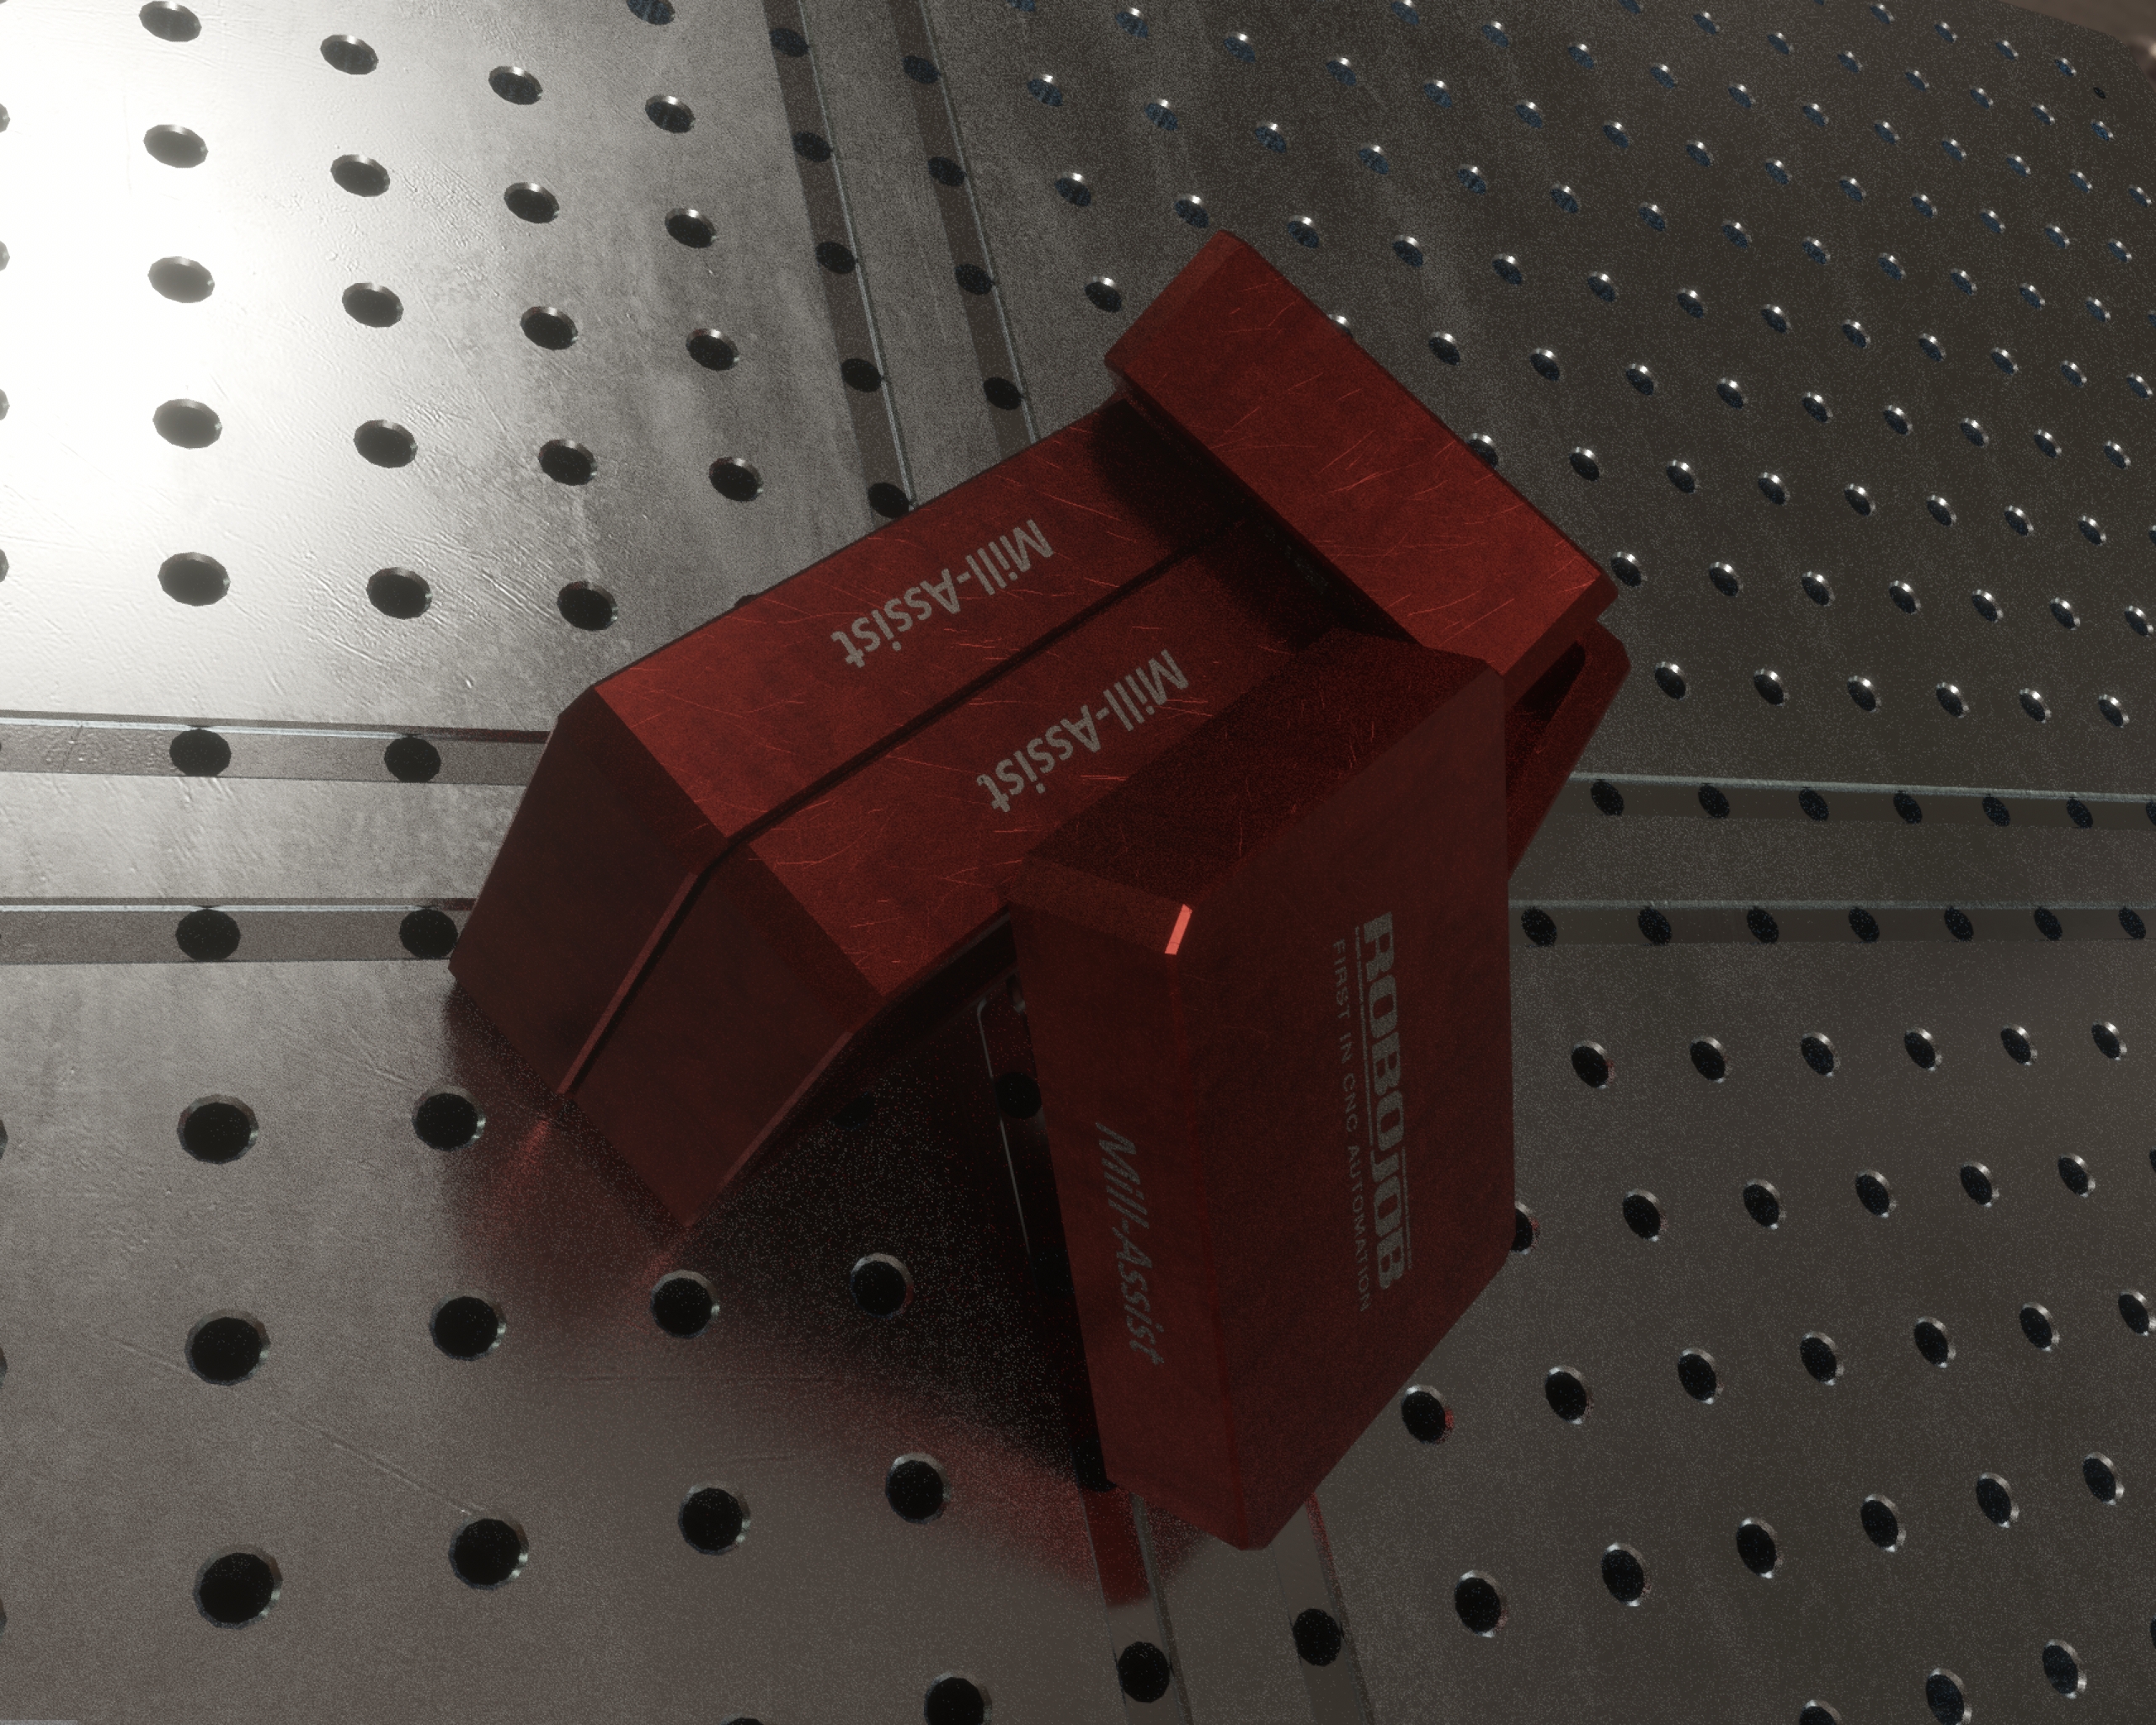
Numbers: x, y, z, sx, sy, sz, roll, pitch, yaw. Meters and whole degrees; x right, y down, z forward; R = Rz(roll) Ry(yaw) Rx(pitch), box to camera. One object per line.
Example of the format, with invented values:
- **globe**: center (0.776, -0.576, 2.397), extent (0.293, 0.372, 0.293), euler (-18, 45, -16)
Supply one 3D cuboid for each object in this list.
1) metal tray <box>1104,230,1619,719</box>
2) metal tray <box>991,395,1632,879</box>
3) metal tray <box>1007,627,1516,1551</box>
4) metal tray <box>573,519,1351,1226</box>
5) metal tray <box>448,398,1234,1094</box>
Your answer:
- **metal tray**: center (0.052, -0.069, 0.407), extent (0.090, 0.030, 0.130), euler (43, 6, 1)
- **metal tray**: center (0.053, -0.056, 0.468), extent (0.130, 0.030, 0.090), euler (40, 51, -2)
- **metal tray**: center (0.037, 0.038, 0.347), extent (0.030, 0.129, 0.091), euler (18, 40, 36)
- **metal tray**: center (-0.017, 0.000, 0.356), extent (0.030, 0.090, 0.131), euler (49, 51, 5)
- **metal tray**: center (-0.039, -0.021, 0.359), extent (0.030, 0.090, 0.131), euler (49, 51, 5)
